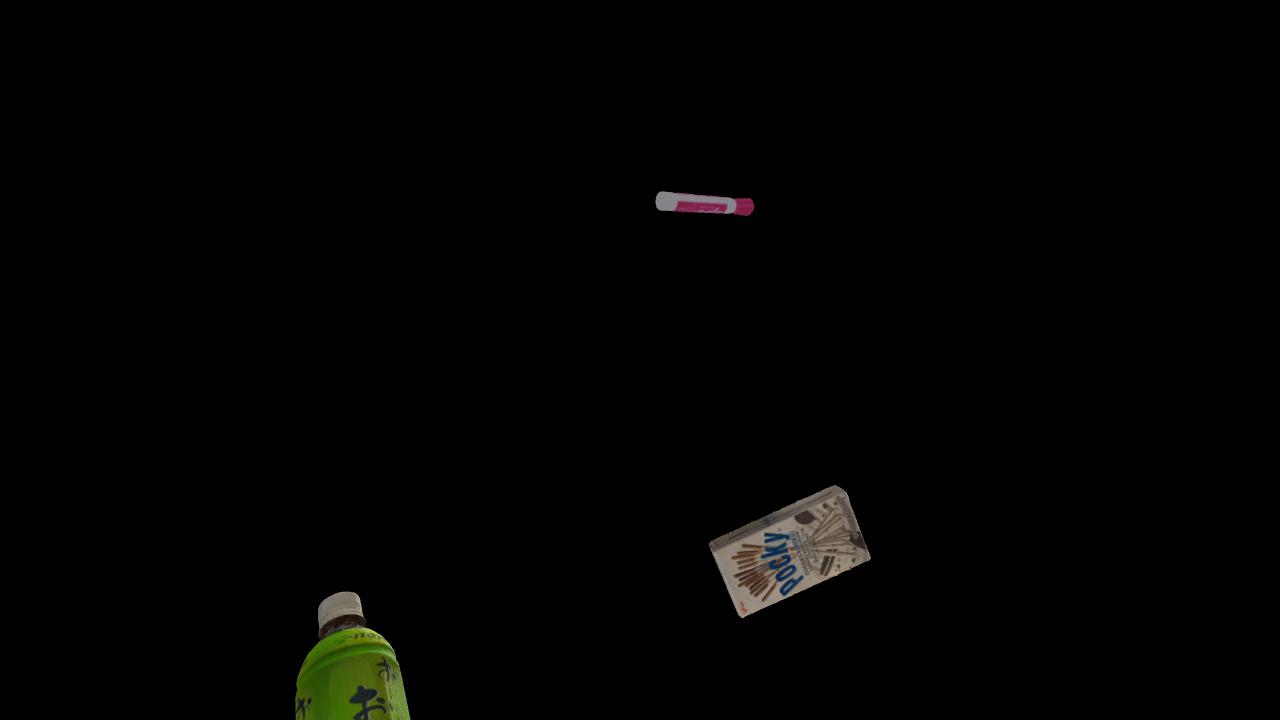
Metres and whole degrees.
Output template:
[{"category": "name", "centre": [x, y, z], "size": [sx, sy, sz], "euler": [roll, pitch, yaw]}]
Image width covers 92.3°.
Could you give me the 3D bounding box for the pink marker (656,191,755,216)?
[{"category": "pink marker", "centre": [0.072, -0.164, 0.646], "size": [0.121, 0.020, 0.020], "euler": [-5, 2, -31]}]

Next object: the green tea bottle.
[{"category": "green tea bottle", "centre": [-0.193, 0.254, 0.418], "size": [0.073, 0.073, 0.212], "euler": [0, 32, -33]}]

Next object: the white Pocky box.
[{"category": "white Pocky box", "centre": [0.158, 0.201, 0.651], "size": [0.154, 0.084, 0.028], "euler": [-23, 8, -4]}]
